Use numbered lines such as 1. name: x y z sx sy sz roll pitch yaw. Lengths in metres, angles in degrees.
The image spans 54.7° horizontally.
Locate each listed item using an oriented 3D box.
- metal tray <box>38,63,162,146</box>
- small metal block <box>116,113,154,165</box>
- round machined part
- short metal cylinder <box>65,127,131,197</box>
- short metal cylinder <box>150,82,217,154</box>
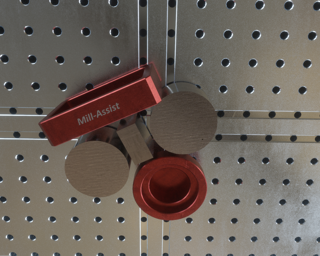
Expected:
1. metal tray: -0.064 -0.030 0.362 0.130 0.090 0.030 -22 109 8
2. small metal block: -0.030 0.012 0.399 0.025 0.050 0.050 -24 109 8
3. round machined part: 0.013 0.075 0.428 0.099 0.042 0.097 0 110 0
4. short metal cylinder: -0.079 0.044 0.411 0.081 0.050 0.079 0 110 0
5. short metal cylinder: 0.028 -0.013 0.391 0.081 0.050 0.079 0 110 0
